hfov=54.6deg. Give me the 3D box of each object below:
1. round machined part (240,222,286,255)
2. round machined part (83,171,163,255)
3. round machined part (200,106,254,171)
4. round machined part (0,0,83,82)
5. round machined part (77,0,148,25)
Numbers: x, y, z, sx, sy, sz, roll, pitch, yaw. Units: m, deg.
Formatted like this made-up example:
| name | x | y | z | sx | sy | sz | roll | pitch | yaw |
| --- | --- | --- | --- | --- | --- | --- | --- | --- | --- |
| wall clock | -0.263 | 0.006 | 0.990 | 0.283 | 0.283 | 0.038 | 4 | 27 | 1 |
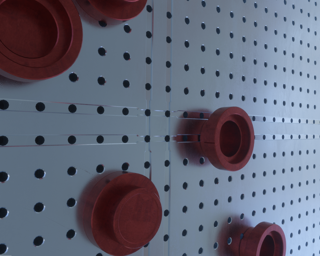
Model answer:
| name | x | y | z | sx | sy | sz | roll | pitch | yaw |
| --- | --- | --- | --- | --- | --- | --- | --- | --- | --- |
| round machined part | 0.178 | 0.214 | 0.546 | 0.099 | 0.042 | 0.097 | 0 | 90 | -40 |
| round machined part | -0.036 | 0.102 | 0.367 | 0.099 | 0.042 | 0.097 | 0 | 90 | -40 |
| round machined part | 0.100 | 0.016 | 0.481 | 0.099 | 0.042 | 0.097 | 0 | 90 | -40 |
| round machined part | -0.127 | -0.092 | 0.291 | 0.099 | 0.042 | 0.097 | 0 | 90 | -40 |
| round machined part | -0.051 | -0.173 | 0.354 | 0.099 | 0.042 | 0.097 | 0 | 90 | -40 |
